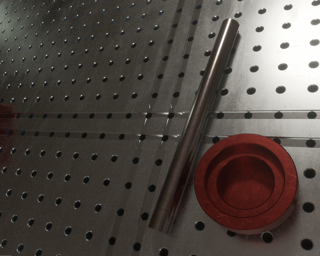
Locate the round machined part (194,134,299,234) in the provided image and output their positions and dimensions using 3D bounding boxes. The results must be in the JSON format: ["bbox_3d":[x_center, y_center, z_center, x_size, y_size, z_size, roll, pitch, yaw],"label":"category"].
[{"bbox_3d":[0.088,0.058,0.315,0.098,0.042,0.098,-13,56,20],"label":"round machined part"}]

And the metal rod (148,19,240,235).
[{"bbox_3d":[0.050,-0.018,0.391,0.025,0.025,0.300,8,66,31],"label":"metal rod"}]
